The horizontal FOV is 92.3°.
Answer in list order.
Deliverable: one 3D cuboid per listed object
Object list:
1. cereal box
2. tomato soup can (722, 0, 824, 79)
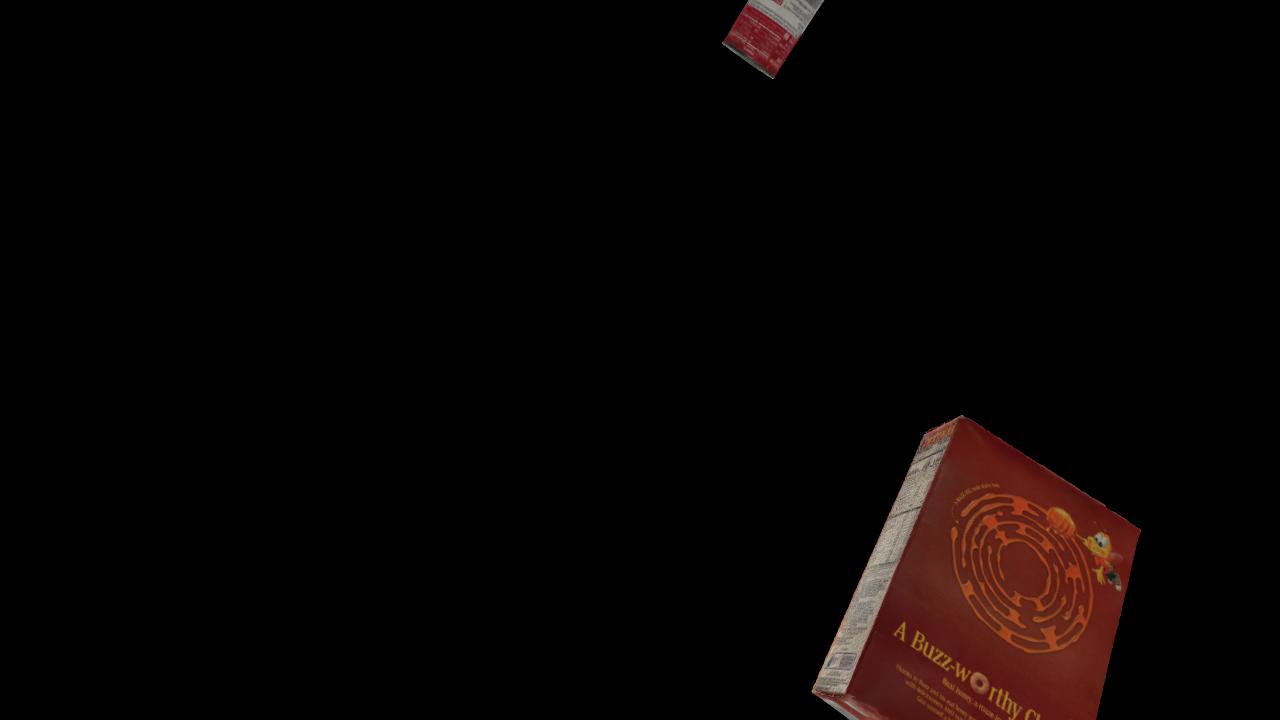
[{"bbox_3d":[0.320,0.229,0.574,0.203,0.306,0.081,34,-27,6],"label":"cereal box"},{"bbox_3d":[0.140,-0.356,0.634,0.068,0.101,0.068,28,26,-15],"label":"tomato soup can"}]
